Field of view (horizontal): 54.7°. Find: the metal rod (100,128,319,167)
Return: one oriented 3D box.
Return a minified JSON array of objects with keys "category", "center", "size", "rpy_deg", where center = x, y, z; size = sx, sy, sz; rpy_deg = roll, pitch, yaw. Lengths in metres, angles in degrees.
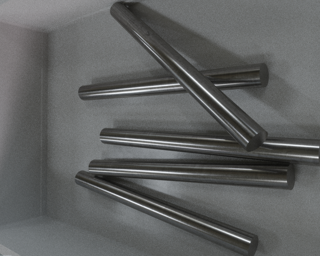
[{"category":"metal rod","center":[0.033,0.018,0.379],"size":[0.300,0.025,0.025],"rpy_deg":[3,92,40]}]

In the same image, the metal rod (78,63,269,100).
[{"category":"metal rod","center":[-0.008,-0.056,0.413],"size":[0.300,0.025,0.025],"rpy_deg":[1,91,40]}]

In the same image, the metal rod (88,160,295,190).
[{"category":"metal rod","center":[0.012,0.055,0.396],"size":[0.300,0.025,0.025],"rpy_deg":[-4,88,40]}]

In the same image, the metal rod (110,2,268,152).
[{"category":"metal rod","center":[0.012,-0.081,0.369],"size":[0.300,0.025,0.025],"rpy_deg":[51,120,37]}]

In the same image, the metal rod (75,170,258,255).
[{"category":"metal rod","center":[-0.016,0.104,0.420],"size":[0.300,0.025,0.025],"rpy_deg":[10,97,39]}]
